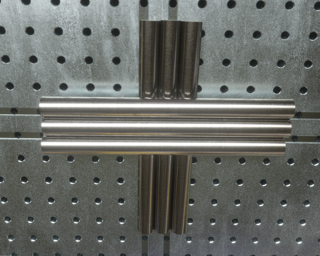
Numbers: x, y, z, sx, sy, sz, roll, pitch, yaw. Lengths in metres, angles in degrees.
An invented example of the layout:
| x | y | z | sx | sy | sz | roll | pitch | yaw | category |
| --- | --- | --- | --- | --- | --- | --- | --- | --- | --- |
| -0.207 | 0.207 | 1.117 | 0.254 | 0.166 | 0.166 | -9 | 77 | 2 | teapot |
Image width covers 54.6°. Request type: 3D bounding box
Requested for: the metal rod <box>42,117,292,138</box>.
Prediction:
| x | y | z | sx | sy | sz | roll | pitch | yaw | category |
| --- | --- | --- | --- | --- | --- | --- | --- | --- | --- |
| 0.009 | -0.001 | 0.386 | 0.302 | 0.025 | 0.025 | 0 | 110 | -1 | metal rod |

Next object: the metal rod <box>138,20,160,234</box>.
| x | y | z | sx | sy | sz | roll | pitch | yaw | category |
| --- | --- | --- | --- | --- | --- | --- | --- | --- | --- |
| -0.017 | 0.013 | 0.418 | 0.025 | 0.025 | 0.298 | 2 | 110 | -1 | metal rod |

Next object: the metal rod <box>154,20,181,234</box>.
| x | y | z | sx | sy | sz | roll | pitch | yaw | category |
| --- | --- | --- | --- | --- | --- | --- | --- | --- | --- |
| 0.008 | 0.012 | 0.418 | 0.025 | 0.025 | 0.298 | 2 | 110 | -1 | metal rod |

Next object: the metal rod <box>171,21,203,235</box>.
| x | y | z | sx | sy | sz | roll | pitch | yaw | category |
| --- | --- | --- | --- | --- | --- | --- | --- | --- | --- |
| 0.033 | 0.014 | 0.419 | 0.025 | 0.025 | 0.298 | 2 | 110 | -1 | metal rod |

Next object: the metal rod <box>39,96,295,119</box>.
| x | y | z | sx | sy | sz | roll | pitch | yaw | category |
| --- | --- | --- | --- | --- | --- | --- | --- | --- | --- |
| 0.009 | -0.025 | 0.377 | 0.302 | 0.025 | 0.025 | 0 | 110 | -1 | metal rod |

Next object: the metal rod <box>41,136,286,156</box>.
| x | y | z | sx | sy | sz | roll | pitch | yaw | category |
| --- | --- | --- | --- | --- | --- | --- | --- | --- | --- |
| 0.005 | 0.022 | 0.395 | 0.302 | 0.025 | 0.025 | 0 | 110 | -1 | metal rod |
